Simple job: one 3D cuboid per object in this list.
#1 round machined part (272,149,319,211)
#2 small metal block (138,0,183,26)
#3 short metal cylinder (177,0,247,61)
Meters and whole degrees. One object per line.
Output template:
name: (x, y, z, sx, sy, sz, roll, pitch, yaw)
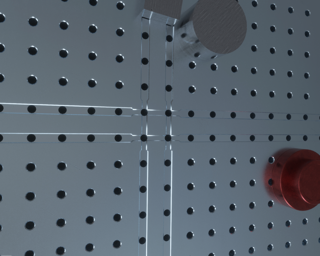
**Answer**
round machined part: (0.230, 0.082, 0.489, 0.099, 0.042, 0.097, 0, 90, -20)
small metal block: (0.002, -0.171, 0.413, 0.050, 0.025, 0.050, 10, 87, -20)
short metal cylinder: (0.070, -0.136, 0.425, 0.081, 0.050, 0.079, 0, 90, -20)
